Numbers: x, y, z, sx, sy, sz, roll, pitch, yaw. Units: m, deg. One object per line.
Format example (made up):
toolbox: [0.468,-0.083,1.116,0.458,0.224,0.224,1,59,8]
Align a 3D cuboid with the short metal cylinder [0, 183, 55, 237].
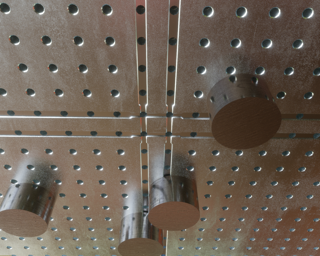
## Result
short metal cylinder: [-0.219,0.136,0.508,0.081,0.050,0.079,0,130,0]

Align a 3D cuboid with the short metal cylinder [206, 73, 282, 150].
short metal cylinder: [0.100,-0.019,0.380,0.081,0.050,0.079,0,130,0]

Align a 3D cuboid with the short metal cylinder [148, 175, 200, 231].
short metal cylinder: [0.022,0.122,0.499,0.081,0.050,0.079,0,130,0]

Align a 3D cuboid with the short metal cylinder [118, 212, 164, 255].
short metal cylinder: [-0.034,0.198,0.563,0.081,0.050,0.079,0,130,0]
